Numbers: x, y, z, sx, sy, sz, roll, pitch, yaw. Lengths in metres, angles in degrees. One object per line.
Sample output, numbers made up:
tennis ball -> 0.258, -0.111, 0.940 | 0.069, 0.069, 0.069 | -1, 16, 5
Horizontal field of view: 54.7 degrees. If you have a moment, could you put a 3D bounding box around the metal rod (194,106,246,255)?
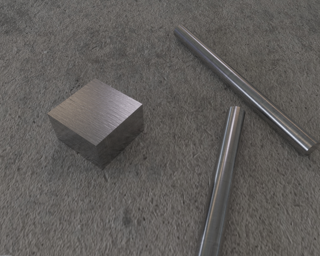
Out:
metal rod -> 0.060, 0.089, 0.328 | 0.025, 0.025, 0.300 | 13, 51, 11

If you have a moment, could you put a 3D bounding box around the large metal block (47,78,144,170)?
large metal block -> -0.078, -0.007, 0.392 | 0.080, 0.050, 0.080 | 30, 56, 23

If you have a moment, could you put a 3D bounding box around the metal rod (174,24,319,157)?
metal rod -> 0.111, -0.072, 0.464 | 0.025, 0.025, 0.300 | -24, 54, -19
